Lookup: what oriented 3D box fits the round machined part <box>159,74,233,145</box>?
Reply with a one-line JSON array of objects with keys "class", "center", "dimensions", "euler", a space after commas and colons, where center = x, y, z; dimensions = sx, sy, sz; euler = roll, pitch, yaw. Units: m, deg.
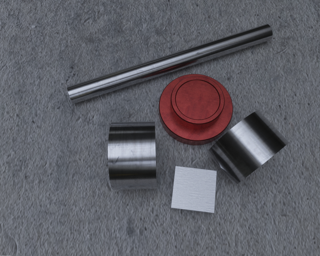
[{"class": "round machined part", "center": [0.048, -0.029, 0.410], "dimensions": [0.099, 0.042, 0.098], "euler": [0, 70, 0]}]

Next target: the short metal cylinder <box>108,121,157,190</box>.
[{"class": "short metal cylinder", "center": [-0.030, 0.032, 0.367], "dimensions": [0.050, 0.080, 0.080], "euler": [-2, 70, -1]}]

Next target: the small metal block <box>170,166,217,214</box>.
[{"class": "small metal block", "center": [0.041, 0.077, 0.380], "dimensions": [0.050, 0.025, 0.050], "euler": [7, 70, 2]}]

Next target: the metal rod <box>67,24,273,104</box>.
[{"class": "metal rod", "center": [0.019, -0.093, 0.442], "dimensions": [0.302, 0.025, 0.025], "euler": [-19, 71, -7]}]

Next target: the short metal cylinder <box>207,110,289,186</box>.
[{"class": "short metal cylinder", "center": [0.104, 0.024, 0.371], "dimensions": [0.080, 0.080, 0.050], "euler": [-35, 74, -12]}]
